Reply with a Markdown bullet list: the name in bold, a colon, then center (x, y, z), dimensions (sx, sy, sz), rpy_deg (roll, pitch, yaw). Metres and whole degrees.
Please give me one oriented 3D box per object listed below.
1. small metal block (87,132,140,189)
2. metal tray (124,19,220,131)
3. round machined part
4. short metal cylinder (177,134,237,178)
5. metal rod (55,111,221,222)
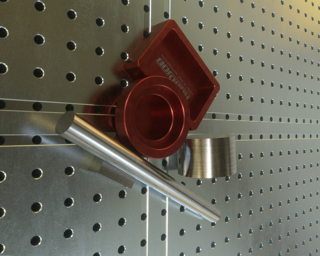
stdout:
- **small metal block**: center (-0.050, 0.039, 0.369), dimensions (0.050, 0.025, 0.050), rpy_deg (35, 68, -35)
- **metal tray**: center (0.023, -0.069, 0.426), dimensions (0.130, 0.030, 0.090), rpy_deg (47, 61, -30)
- **round machined part**: center (-0.013, -0.012, 0.379), dimensions (0.099, 0.042, 0.097), rpy_deg (0, 90, -38)
- **short metal cylinder**: center (0.064, 0.036, 0.428), dimensions (0.081, 0.080, 0.050), rpy_deg (-5, 94, -40)
- **metal rod**: center (-0.001, 0.065, 0.384), dimensions (0.301, 0.025, 0.025), rpy_deg (39, 66, -43)
